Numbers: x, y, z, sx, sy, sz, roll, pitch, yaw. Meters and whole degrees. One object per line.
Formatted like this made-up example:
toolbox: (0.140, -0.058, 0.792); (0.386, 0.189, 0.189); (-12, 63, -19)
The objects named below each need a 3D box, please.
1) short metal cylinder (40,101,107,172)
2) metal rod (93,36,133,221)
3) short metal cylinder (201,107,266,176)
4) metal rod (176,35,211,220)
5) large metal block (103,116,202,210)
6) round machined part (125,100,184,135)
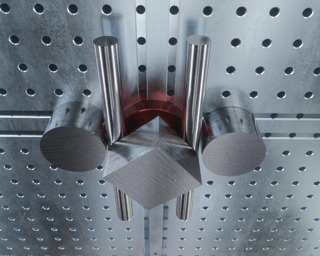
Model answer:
short metal cylinder: (-0.108, 0.012, 0.404); (0.081, 0.050, 0.079); (0, 130, 0)
metal rod: (-0.055, 0.027, 0.406); (0.025, 0.025, 0.298); (0, 130, 0)
short metal cylinder: (0.094, 0.019, 0.411); (0.081, 0.050, 0.079); (0, 130, 0)
metal rod: (0.039, 0.025, 0.406); (0.025, 0.025, 0.298); (0, 130, 0)
large metal block: (-0.008, 0.045, 0.371); (0.080, 0.050, 0.080); (-31, 124, 23)
round machined part: (-0.008, 0.014, 0.413); (0.099, 0.042, 0.097); (0, 130, 0)
